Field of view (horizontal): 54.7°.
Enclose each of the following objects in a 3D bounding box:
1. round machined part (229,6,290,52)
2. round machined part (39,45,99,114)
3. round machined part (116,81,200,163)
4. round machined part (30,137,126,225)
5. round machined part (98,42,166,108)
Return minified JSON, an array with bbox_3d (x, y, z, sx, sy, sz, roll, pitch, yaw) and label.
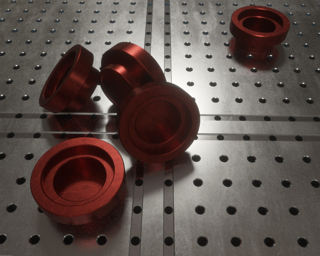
[{"bbox_3d":[0.171,-0.170,0.542,0.099,0.042,0.098,0,50,0],"label":"round machined part"},{"bbox_3d":[-0.120,-0.062,0.425,0.042,0.098,0.098,33,40,-33],"label":"round machined part"},{"bbox_3d":[-0.005,-0.010,0.375,0.099,0.097,0.042,-14,27,-12],"label":"round machined part"},{"bbox_3d":[-0.087,0.061,0.344,0.099,0.042,0.098,0,50,0],"label":"round machined part"},{"bbox_3d":[-0.042,-0.060,0.410,0.098,0.097,0.042,29,56,22],"label":"round machined part"}]
